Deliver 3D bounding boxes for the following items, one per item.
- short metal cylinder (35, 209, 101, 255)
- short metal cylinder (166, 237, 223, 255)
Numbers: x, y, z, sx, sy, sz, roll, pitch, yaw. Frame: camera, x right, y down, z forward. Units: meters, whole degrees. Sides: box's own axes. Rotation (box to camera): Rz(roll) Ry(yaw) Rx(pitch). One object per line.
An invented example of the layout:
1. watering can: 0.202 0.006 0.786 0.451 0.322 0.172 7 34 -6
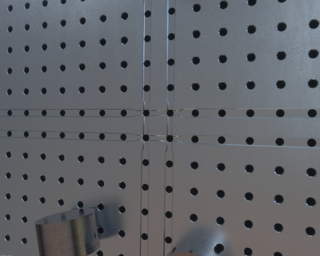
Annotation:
1. short metal cylinder: -0.127 0.146 0.428 0.080 0.080 0.050 -10 87 19
2. short metal cylinder: 0.040 0.185 0.385 0.080 0.050 0.079 0 90 20
